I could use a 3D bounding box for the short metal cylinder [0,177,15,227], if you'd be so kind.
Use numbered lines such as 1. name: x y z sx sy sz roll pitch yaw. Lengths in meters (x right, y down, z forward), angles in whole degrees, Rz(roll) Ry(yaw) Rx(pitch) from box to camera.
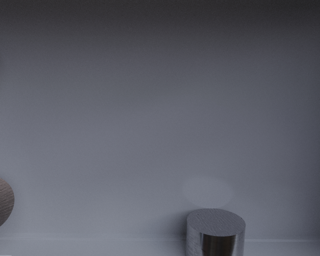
1. short metal cylinder: -0.243 0.096 0.409 0.081 0.050 0.079 -10 104 -43

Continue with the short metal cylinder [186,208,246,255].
1. short metal cylinder: 0.077 0.154 0.435 0.081 0.080 0.050 1 101 -1
